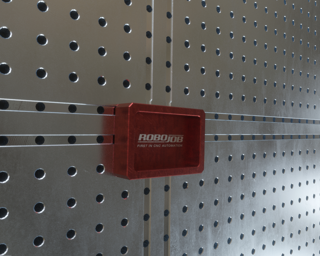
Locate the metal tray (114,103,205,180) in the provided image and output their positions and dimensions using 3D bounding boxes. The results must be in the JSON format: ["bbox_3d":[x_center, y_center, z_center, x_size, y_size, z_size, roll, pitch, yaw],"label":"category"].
[{"bbox_3d":[0.004,0.017,0.408,0.131,0.030,0.090,2,89,-40],"label":"metal tray"}]
